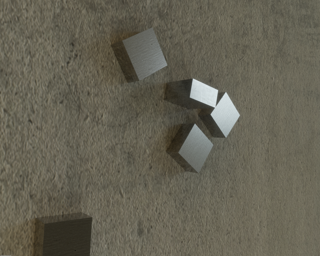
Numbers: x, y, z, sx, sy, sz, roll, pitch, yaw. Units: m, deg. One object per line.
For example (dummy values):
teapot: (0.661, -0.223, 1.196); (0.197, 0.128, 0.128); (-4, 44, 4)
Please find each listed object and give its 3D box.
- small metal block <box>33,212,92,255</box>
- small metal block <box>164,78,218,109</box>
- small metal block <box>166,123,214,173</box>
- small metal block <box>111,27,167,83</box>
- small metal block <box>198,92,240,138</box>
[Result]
small metal block: (-0.100, 0.118, 0.321); (0.050, 0.025, 0.050); (5, 87, -40)
small metal block: (0.042, -0.045, 0.423); (0.050, 0.050, 0.025); (16, 80, -39)
small metal block: (0.043, 0.029, 0.441); (0.050, 0.025, 0.050); (46, 62, -30)
small metal block: (-0.025, -0.090, 0.383); (0.050, 0.025, 0.050); (-36, 112, -34)
small metal block: (0.093, -0.020, 0.482); (0.050, 0.025, 0.050); (52, 60, -27)
